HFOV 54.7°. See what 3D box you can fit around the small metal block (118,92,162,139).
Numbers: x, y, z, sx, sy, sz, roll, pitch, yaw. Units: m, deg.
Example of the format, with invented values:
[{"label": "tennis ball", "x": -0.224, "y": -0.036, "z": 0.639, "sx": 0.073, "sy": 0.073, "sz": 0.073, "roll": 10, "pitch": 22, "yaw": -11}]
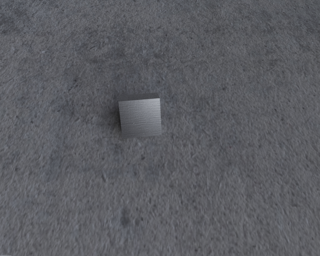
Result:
[{"label": "small metal block", "x": -0.025, "y": -0.016, "z": 0.396, "sx": 0.050, "sy": 0.050, "sz": 0.025, "roll": -5, "pitch": 23, "yaw": -5}]
